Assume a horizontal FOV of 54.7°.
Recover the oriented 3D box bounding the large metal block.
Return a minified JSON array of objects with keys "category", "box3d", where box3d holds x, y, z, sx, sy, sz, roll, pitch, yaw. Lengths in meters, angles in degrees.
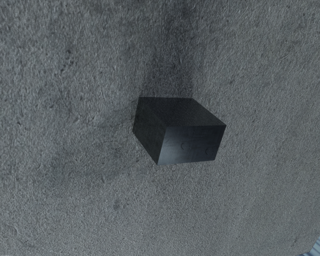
[{"category":"large metal block","box3d":[0.021,0.000,0.386,0.081,0.080,0.050,-1,119,-28]}]
